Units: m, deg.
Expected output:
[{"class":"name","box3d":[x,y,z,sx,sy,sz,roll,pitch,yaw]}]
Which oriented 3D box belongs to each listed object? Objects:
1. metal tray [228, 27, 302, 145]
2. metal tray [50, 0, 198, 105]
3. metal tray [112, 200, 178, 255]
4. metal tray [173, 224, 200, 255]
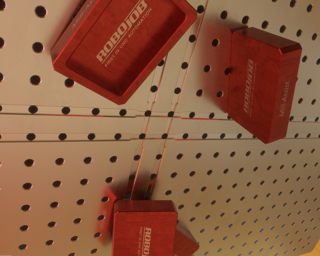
[{"class":"metal tray","box3d":[0.129,-0.055,0.404,0.030,0.090,0.129,-18,126,-18]},{"class":"metal tray","box3d":[-0.037,-0.095,0.316,0.090,0.030,0.130,29,111,-38]},{"class":"metal tray","box3d":[-0.026,0.173,0.469,0.091,0.030,0.129,2,108,-10]},{"class":"metal tray","box3d":[0.000,0.203,0.533,0.090,0.030,0.130,-43,129,1]}]
